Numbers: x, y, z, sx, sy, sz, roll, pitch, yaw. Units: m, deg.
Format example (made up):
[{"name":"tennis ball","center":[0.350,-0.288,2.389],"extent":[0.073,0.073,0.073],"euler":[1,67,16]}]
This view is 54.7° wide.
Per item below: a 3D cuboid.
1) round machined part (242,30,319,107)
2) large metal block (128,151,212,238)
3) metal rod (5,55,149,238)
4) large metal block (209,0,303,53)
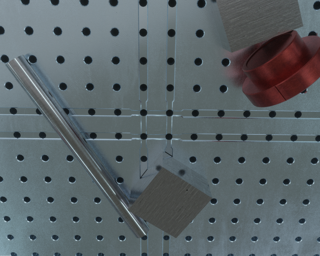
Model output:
[{"name":"round machined part","center":[0.133,-0.072,0.349],"extent":[0.098,0.098,0.042],"euler":[-39,106,13]},{"name":"large metal block","center":[0.013,0.093,0.434],"extent":[0.080,0.050,0.080],"euler":[34,107,-12]},{"name":"metal rod","center":[-0.103,0.037,0.425],"extent":[0.025,0.025,0.299],"euler":[-29,108,10]},{"name":"large metal block","center":[0.103,-0.140,0.349],"extent":[0.080,0.050,0.080],"euler":[-20,109,7]}]
